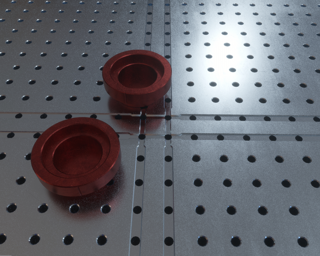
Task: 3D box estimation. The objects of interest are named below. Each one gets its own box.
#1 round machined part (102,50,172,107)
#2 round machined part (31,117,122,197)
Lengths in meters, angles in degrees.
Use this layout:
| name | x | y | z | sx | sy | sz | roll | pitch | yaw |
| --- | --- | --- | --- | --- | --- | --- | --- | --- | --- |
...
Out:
| name | x | y | z | sx | sy | sz | roll | pitch | yaw |
| --- | --- | --- | --- | --- | --- | --- | --- | --- | --- |
| round machined part | -0.032 | -0.068 | 0.454 | 0.099 | 0.042 | 0.098 | 0 | 50 | 0 |
| round machined part | -0.095 | 0.037 | 0.364 | 0.099 | 0.042 | 0.098 | 0 | 50 | 0 |
